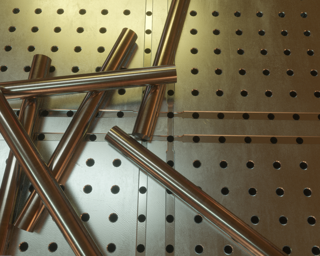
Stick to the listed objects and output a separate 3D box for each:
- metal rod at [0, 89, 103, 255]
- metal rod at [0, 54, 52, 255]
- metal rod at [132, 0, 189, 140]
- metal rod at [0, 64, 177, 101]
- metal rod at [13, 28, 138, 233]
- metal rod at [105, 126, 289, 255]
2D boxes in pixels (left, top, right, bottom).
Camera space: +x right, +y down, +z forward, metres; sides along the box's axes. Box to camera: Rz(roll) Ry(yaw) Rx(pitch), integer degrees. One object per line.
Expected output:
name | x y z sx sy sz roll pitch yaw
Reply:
metal rod | -0.141 0.054 0.361 0.025 0.025 0.299 -33 84 -11
metal rod | -0.181 0.040 0.396 0.025 0.025 0.299 4 70 1
metal rod | 0.012 -0.125 0.457 0.025 0.025 0.299 13 70 5
metal rod | -0.129 -0.055 0.403 0.302 0.025 0.025 -6 70 -3
metal rod | -0.103 -0.011 0.415 0.025 0.025 0.300 22 71 8
metal rod | 0.054 0.093 0.377 0.300 0.025 0.025 36 74 12
